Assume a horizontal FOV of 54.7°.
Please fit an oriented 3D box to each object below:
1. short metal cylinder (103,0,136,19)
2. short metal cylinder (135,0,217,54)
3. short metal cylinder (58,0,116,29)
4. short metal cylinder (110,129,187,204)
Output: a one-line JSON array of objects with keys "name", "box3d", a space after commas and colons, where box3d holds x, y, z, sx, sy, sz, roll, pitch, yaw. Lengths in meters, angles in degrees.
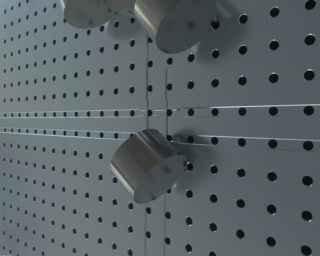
[{"name": "short metal cylinder", "box3d": [-0.034, -0.192, 0.421, 0.080, 0.050, 0.079, 0, 90, 40]}, {"name": "short metal cylinder", "box3d": [0.018, -0.133, 0.359, 0.080, 0.081, 0.050, -47, 62, 29]}, {"name": "short metal cylinder", "box3d": [-0.111, -0.196, 0.465, 0.080, 0.081, 0.050, -35, 69, 34]}, {"name": "short metal cylinder", "box3d": [-0.014, 0.047, 0.385, 0.050, 0.081, 0.080, 45, 117, 31]}]
